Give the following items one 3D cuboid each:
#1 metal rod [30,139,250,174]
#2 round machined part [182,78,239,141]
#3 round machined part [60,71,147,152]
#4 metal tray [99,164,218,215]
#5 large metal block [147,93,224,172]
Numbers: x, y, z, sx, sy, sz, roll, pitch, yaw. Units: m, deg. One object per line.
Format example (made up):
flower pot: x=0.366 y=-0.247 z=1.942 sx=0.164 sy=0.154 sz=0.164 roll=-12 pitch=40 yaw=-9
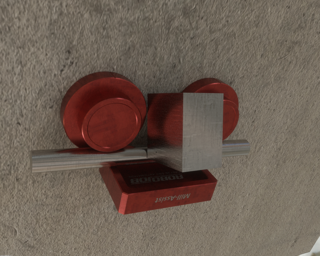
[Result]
metal rod: x=-0.004 y=0.033 z=0.401 sx=0.303 sy=0.025 sz=0.025 roll=-1 pitch=119 yaw=-28
round machined part: x=0.069 y=-0.016 z=0.426 sx=0.099 sy=0.042 sz=0.097 roll=-14 pitch=125 yaw=-21
round machined part: x=-0.060 y=-0.012 z=0.356 sx=0.099 sy=0.042 sz=0.097 roll=-14 pitch=125 yaw=-21
metal tray: x=-0.003 y=0.062 z=0.404 sx=0.131 sy=0.090 sz=0.030 roll=-1 pitch=119 yaw=-28
large metal block: x=0.026 y=0.000 z=0.354 sx=0.050 sy=0.080 sz=0.079 roll=-2 pitch=96 yaw=-28
